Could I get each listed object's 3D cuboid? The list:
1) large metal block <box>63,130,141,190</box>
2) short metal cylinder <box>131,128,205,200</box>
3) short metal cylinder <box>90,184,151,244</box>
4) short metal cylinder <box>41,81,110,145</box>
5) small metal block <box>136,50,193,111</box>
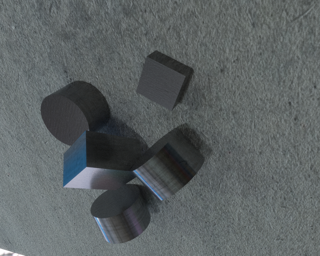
[{"bbox_3d":[-0.081,0.049,0.432,0.081,0.050,0.080,12,147,-34],"label":"large metal block"},{"bbox_3d":[0.009,0.045,0.394,0.050,0.080,0.080,48,129,-6],"label":"short metal cylinder"},{"bbox_3d":[-0.061,0.132,0.485,0.080,0.080,0.050,-7,115,31],"label":"short metal cylinder"},{"bbox_3d":[-0.120,-0.021,0.441,0.080,0.050,0.079,13,124,21],"label":"short metal cylinder"},{"bbox_3d":[0.005,-0.056,0.370,0.050,0.025,0.050,29,128,9],"label":"small metal block"}]
